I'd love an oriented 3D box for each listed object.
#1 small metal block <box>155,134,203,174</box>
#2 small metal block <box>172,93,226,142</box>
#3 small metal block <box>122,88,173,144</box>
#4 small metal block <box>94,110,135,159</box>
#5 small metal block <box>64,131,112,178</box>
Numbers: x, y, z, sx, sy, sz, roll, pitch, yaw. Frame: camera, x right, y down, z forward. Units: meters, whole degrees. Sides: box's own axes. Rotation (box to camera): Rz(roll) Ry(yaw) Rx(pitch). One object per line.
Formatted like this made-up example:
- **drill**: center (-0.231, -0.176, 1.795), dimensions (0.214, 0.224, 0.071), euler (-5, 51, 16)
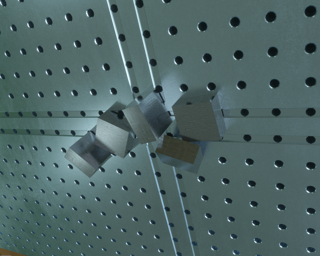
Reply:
- **small metal block**: center (0.026, 0.035, 0.402), dimensions (0.050, 0.025, 0.050), euler (17, 162, 18)
- **small metal block**: center (0.048, -0.012, 0.378), dimensions (0.050, 0.025, 0.050), euler (-5, 116, 30)
- **small metal block**: center (-0.014, -0.015, 0.392), dimensions (0.025, 0.050, 0.050), euler (-15, 111, 34)
- **small metal block**: center (-0.065, 0.009, 0.449), dimensions (0.050, 0.025, 0.050), euler (24, 127, 12)
- **small metal block**: center (-0.108, 0.040, 0.474), dimensions (0.050, 0.050, 0.025), euler (39, 129, 1)
